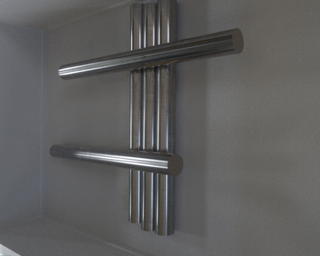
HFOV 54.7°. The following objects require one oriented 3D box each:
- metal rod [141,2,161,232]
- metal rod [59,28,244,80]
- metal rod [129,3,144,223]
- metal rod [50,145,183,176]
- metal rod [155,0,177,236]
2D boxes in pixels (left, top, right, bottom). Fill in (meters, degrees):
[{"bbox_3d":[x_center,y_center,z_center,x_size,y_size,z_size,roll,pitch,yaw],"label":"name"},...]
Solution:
[{"bbox_3d":[-0.011,-0.014,0.415,0.025,0.025,0.298,1,91,40],"label":"metal rod"},{"bbox_3d":[-0.037,-0.088,0.403,0.300,0.025,0.025,1,91,40],"label":"metal rod"},{"bbox_3d":[-0.030,-0.020,0.431,0.025,0.025,0.298,1,91,40],"label":"metal rod"},{"bbox_3d":[-0.085,0.041,0.452,0.300,0.025,0.025,0,90,47],"label":"metal rod"},{"bbox_3d":[0.008,-0.014,0.398,0.025,0.025,0.298,1,91,40],"label":"metal rod"}]
